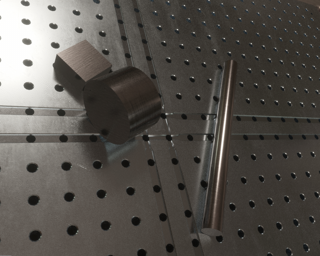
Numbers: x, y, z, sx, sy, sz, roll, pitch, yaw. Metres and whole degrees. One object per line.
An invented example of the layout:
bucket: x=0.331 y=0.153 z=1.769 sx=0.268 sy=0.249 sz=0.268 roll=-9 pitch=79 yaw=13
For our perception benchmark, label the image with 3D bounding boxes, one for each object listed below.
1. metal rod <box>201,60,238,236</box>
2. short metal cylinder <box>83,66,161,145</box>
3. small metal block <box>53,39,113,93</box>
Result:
metal rod: x=0.093 y=0.007 z=0.456 sx=0.025 sy=0.025 sz=0.300 roll=25 pitch=53 yaw=-13
short metal cylinder: x=-0.045 y=-0.027 z=0.366 sx=0.050 sy=0.080 sz=0.080 roll=-32 pitch=80 yaw=-38
small metal block: x=-0.100 y=-0.081 z=0.405 sx=0.050 sy=0.025 sz=0.050 roll=44 pitch=51 yaw=2
